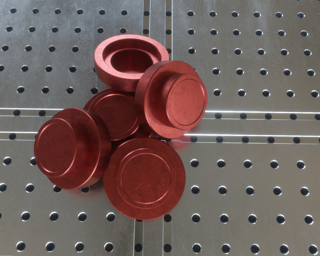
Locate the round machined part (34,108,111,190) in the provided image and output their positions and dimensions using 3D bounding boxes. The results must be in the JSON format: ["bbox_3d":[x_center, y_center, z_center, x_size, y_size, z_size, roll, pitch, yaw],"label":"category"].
[{"bbox_3d":[-0.110,0.024,0.367,0.098,0.042,0.097,-3,83,29],"label":"round machined part"}]

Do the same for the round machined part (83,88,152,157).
[{"bbox_3d":[-0.056,-0.010,0.404,0.099,0.042,0.098,0,70,-1],"label":"round machined part"}]

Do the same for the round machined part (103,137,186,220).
[{"bbox_3d":[-0.018,0.059,0.368,0.099,0.042,0.097,1,81,-6],"label":"round machined part"}]

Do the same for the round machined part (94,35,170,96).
[{"bbox_3d":[-0.038,-0.082,0.420,0.099,0.042,0.098,4,49,-4],"label":"round machined part"}]

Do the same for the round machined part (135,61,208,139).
[{"bbox_3d":[0.021,-0.034,0.384,0.042,0.098,0.098,15,64,49],"label":"round machined part"}]
